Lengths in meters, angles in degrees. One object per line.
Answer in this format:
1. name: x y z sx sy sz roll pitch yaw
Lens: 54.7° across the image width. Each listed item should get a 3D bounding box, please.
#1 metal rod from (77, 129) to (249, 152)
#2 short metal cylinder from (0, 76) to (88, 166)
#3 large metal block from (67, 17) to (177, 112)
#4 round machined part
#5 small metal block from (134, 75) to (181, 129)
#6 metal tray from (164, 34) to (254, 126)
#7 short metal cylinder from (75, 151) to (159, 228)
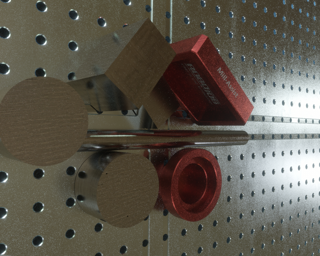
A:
1. metal rod: 0.025 0.015 0.429 0.302 0.025 0.025 1 90 -40
2. short metal cylinder: -0.117 -0.006 0.294 0.081 0.050 0.080 0 90 -40
3. large metal block: -0.042 -0.065 0.338 0.050 0.080 0.080 47 62 -31
4. round machined part: 0.038 0.076 0.430 0.099 0.042 0.097 0 90 -40
5. small metal block: -0.008 -0.034 0.403 0.050 0.025 0.050 -47 118 -30
6. metal tray: 0.054 -0.056 0.411 0.130 0.090 0.030 47 62 -30
7. short metal cylinder: -0.048 0.067 0.352 0.081 0.050 0.080 0 90 -40
